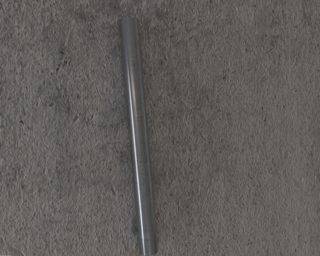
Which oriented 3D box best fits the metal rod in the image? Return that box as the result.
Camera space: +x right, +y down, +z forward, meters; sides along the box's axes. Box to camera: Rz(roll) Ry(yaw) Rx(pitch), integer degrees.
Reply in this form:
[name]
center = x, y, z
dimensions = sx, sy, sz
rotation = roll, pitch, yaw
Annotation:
[metal rod]
center = -0.027, 0.012, 0.398
dimensions = 0.025, 0.025, 0.298
rotation = -6, 92, -20
